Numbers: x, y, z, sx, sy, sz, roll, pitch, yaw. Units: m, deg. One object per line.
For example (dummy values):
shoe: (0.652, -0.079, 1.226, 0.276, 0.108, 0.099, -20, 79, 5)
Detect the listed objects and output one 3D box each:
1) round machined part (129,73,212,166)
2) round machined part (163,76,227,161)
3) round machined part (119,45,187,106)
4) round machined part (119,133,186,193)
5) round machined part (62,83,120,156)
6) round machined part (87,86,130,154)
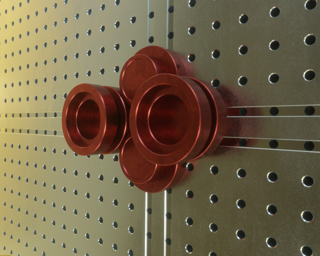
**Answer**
round machined part: (0.015, -0.009, 0.344, 0.098, 0.042, 0.097, 0, 90, 40)
round machined part: (0.036, -0.010, 0.369, 0.098, 0.042, 0.097, 0, 90, 40)
round machined part: (-0.016, -0.061, 0.412, 0.098, 0.042, 0.097, 0, 90, 40)
round machined part: (-0.016, 0.038, 0.412, 0.098, 0.042, 0.097, 0, 90, 40)
round machined part: (-0.091, -0.012, 0.432, 0.098, 0.042, 0.097, 0, 90, 40)
round machined part: (-0.068, -0.011, 0.455, 0.098, 0.042, 0.097, 0, 90, 40)
